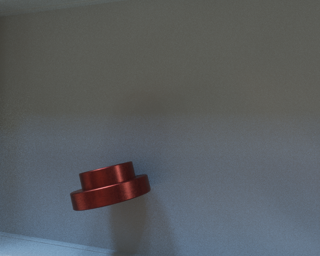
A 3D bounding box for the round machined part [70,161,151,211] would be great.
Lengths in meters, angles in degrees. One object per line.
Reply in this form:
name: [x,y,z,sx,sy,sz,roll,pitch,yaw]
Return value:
round machined part: [-0.064,0.070,0.393,0.098,0.098,0.042,-15,85,19]
